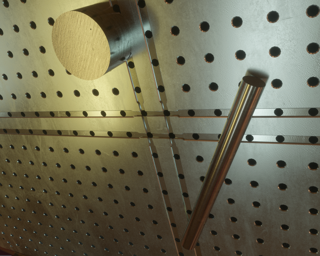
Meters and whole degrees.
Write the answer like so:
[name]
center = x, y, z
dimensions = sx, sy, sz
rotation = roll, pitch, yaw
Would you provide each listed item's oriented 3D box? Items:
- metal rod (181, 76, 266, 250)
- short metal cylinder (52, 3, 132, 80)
[metal rod]
center = 0.073, 0.068, 0.415
dimensions = 0.025, 0.025, 0.298
rotation = 23, 127, 14
[short metal cylinder]
center = -0.081, -0.104, 0.373
dimensions = 0.080, 0.050, 0.079
rotation = 13, 124, 21
